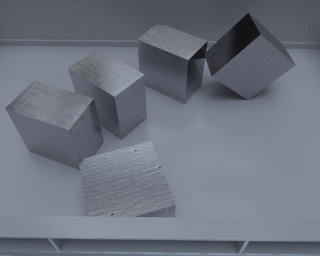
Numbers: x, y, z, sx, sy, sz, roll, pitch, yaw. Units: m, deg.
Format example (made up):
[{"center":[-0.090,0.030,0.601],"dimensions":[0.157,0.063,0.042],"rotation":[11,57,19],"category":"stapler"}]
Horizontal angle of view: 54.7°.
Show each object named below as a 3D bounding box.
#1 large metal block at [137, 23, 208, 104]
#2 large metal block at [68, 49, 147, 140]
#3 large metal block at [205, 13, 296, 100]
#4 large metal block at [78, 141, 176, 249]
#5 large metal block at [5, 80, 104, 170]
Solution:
[{"center":[0.017,-0.093,0.447],"dimensions":[0.080,0.080,0.050],"rotation":[27,55,21],"category":"large metal block"},{"center":[-0.065,-0.044,0.405],"dimensions":[0.080,0.080,0.050],"rotation":[32,57,24],"category":"large metal block"},{"center":[0.122,-0.095,0.429],"dimensions":[0.080,0.080,0.050],"rotation":[25,40,-34],"category":"large metal block"},{"center":[-0.036,0.069,0.330],"dimensions":[0.081,0.050,0.080],"rotation":[-14,52,-12],"category":"large metal block"},{"center":[-0.120,-0.002,0.370],"dimensions":[0.080,0.080,0.050],"rotation":[18,52,14],"category":"large metal block"}]
